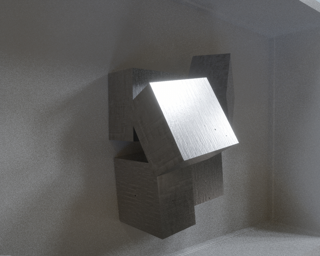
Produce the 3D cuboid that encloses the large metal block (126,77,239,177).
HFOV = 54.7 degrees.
[{"bbox_3d":[0.023,-0.003,0.325,0.081,0.050,0.080,-12,73,-39],"label":"large metal block"}]

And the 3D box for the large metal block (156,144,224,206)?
[{"bbox_3d":[0.039,0.057,0.421,0.081,0.050,0.079,-7,95,-40],"label":"large metal block"}]

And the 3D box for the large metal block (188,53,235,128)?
[{"bbox_3d":[0.070,-0.042,0.416,0.080,0.050,0.080,70,27,-46],"label":"large metal block"}]

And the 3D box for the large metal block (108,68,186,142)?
[{"bbox_3d":[-0.015,-0.026,0.378,0.081,0.050,0.079,-1,91,-40],"label":"large metal block"}]

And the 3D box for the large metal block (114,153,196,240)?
[{"bbox_3d":[-0.008,0.073,0.364,0.050,0.080,0.079,-9,96,-40],"label":"large metal block"}]
